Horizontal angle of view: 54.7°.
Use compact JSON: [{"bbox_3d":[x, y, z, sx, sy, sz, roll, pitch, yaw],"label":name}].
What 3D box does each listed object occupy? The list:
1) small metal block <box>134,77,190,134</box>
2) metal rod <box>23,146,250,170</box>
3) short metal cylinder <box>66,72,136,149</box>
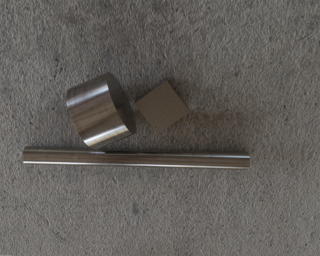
[{"bbox_3d":[0.003,-0.029,0.399,0.050,0.025,0.050,-35,107,11],"label":"small metal block"},{"bbox_3d":[-0.031,0.041,0.424,0.302,0.025,0.025,2,110,-1],"label":"metal rod"},{"bbox_3d":[-0.068,-0.021,0.372,0.050,0.080,0.080,-22,109,8],"label":"short metal cylinder"}]
